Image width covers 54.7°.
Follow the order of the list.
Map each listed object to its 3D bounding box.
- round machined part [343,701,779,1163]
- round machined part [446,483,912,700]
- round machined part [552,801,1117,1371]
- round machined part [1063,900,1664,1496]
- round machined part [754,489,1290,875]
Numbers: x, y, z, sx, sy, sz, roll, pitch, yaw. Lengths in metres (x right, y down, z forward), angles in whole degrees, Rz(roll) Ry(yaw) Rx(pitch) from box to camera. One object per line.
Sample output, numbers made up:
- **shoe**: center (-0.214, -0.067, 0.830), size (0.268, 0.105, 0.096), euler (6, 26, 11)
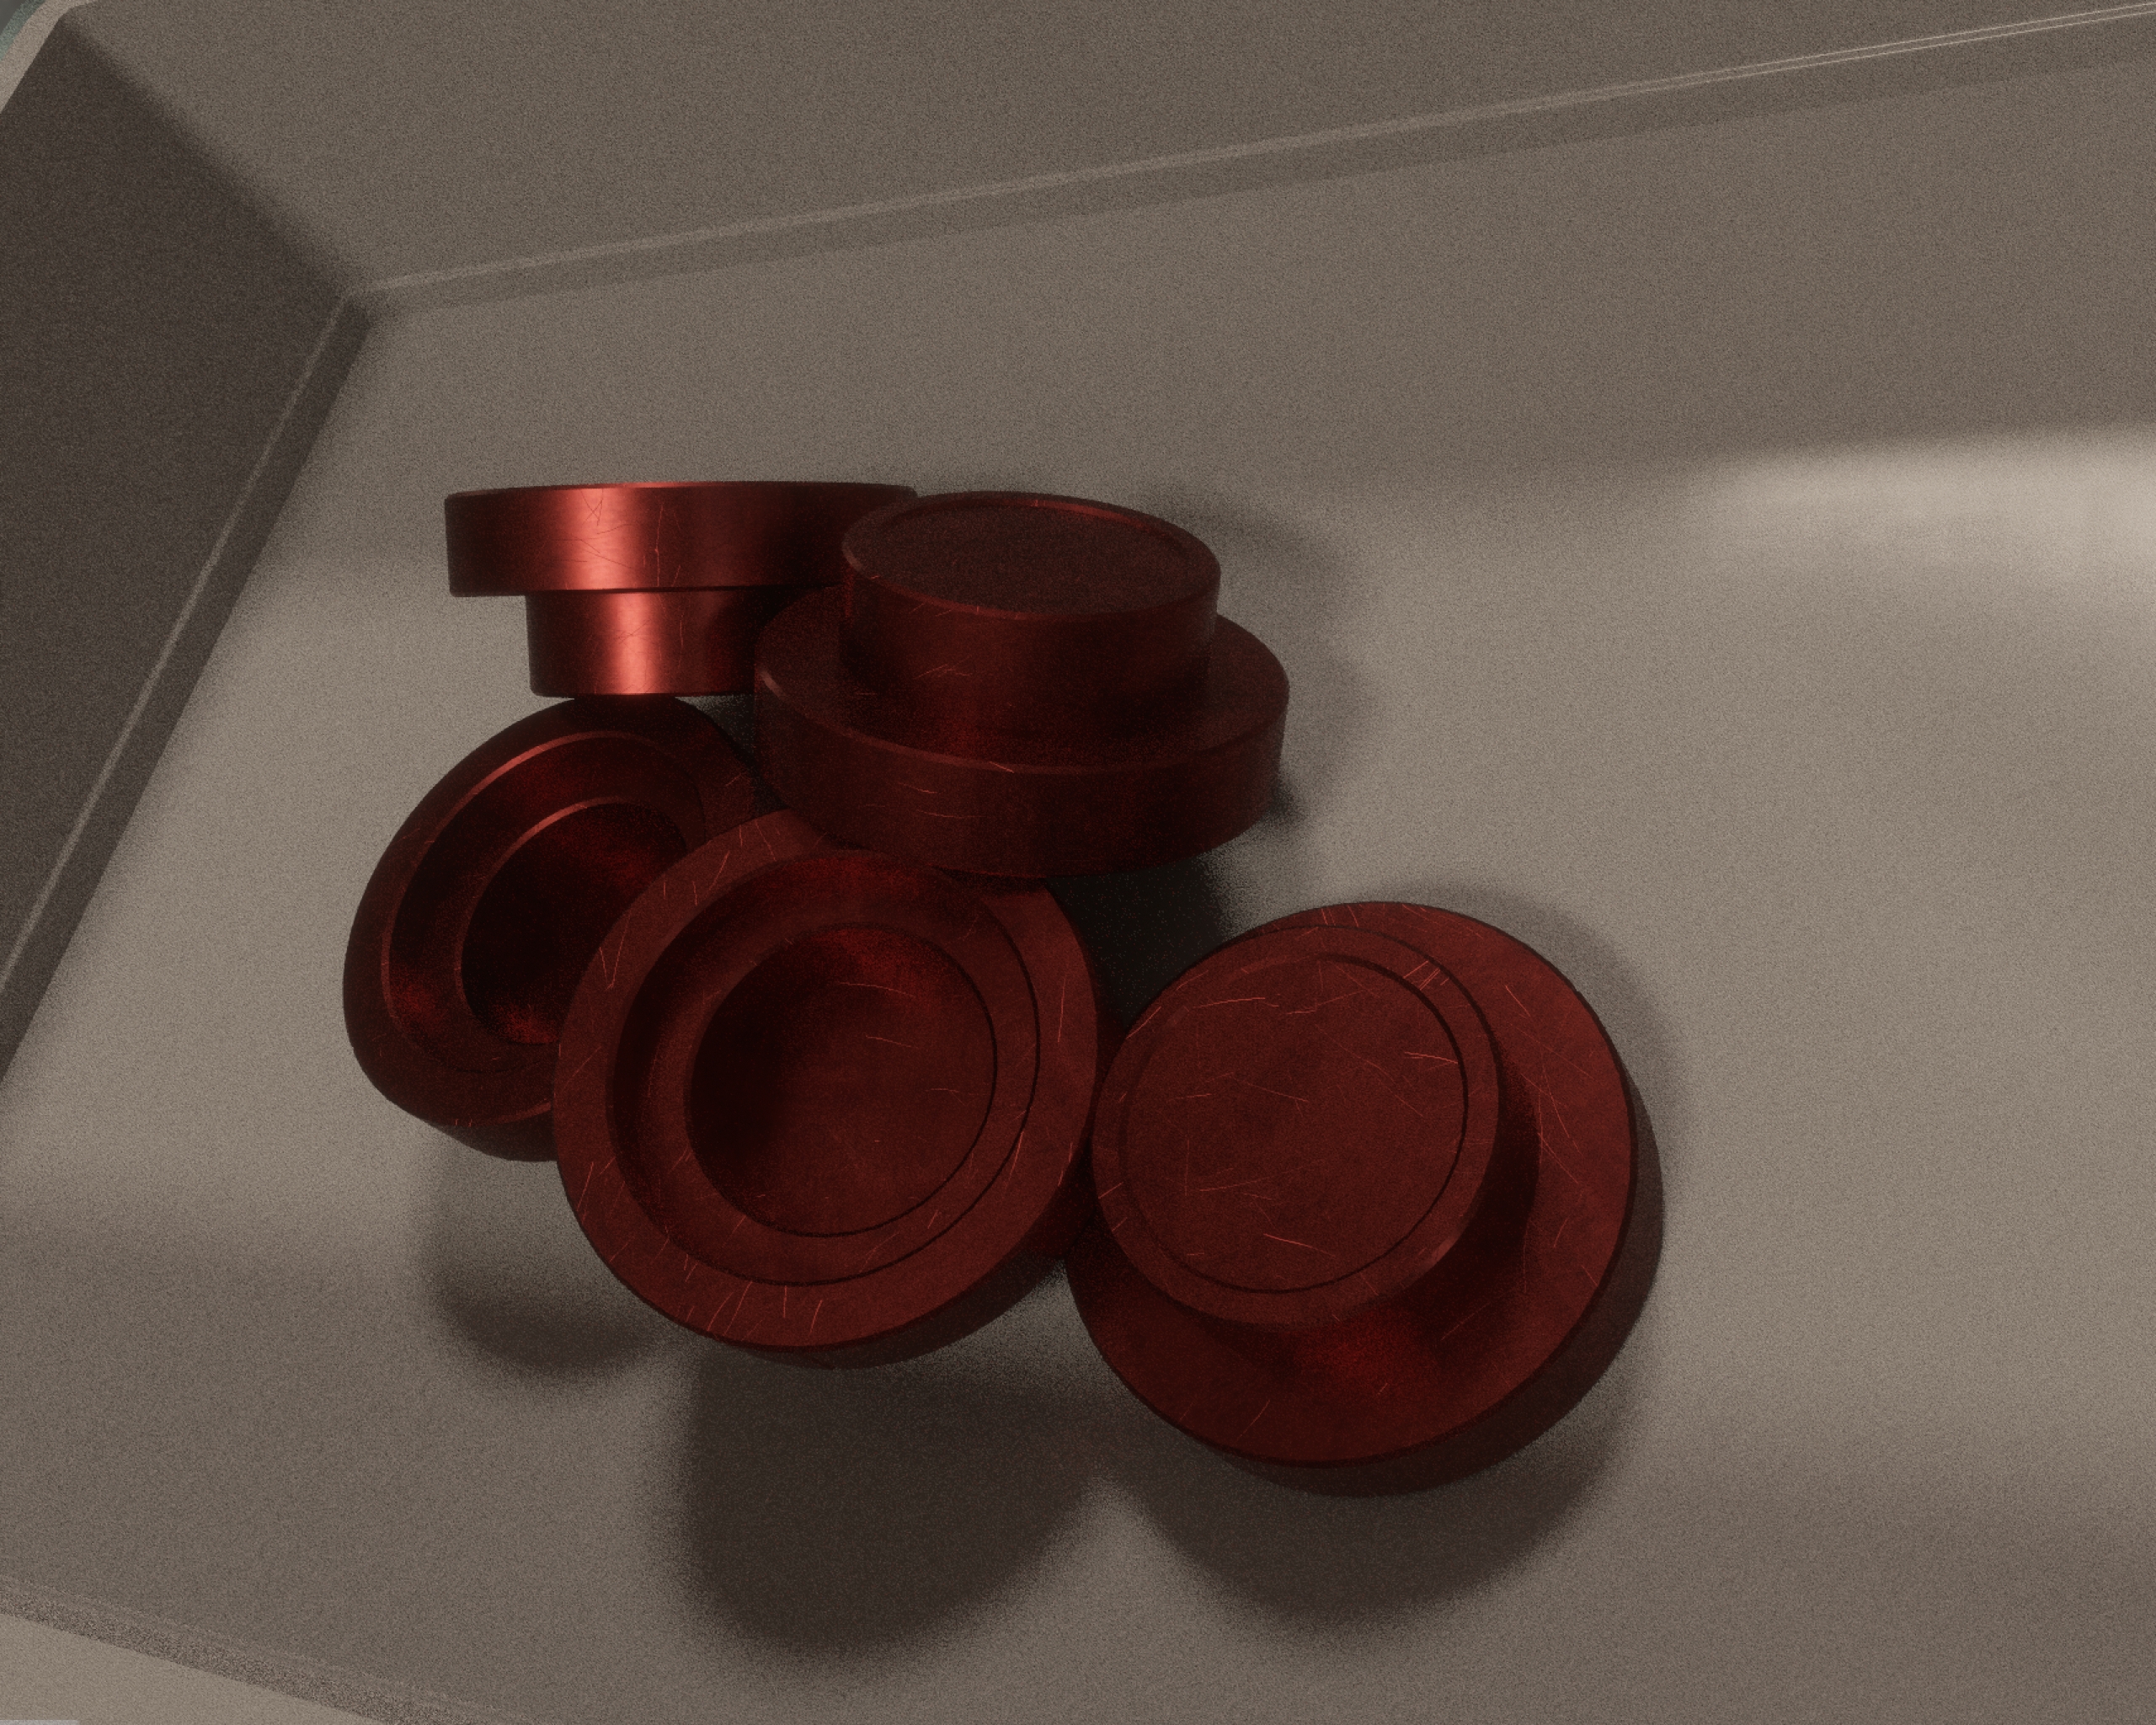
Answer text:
- **round machined part**: center (-0.098, 0.017, 0.431), size (0.098, 0.042, 0.098), euler (-13, 56, 20)
- **round machined part**: center (-0.083, -0.058, 0.447), size (0.098, 0.099, 0.042), euler (3, 99, 29)
- **round machined part**: center (-0.039, 0.041, 0.372), size (0.098, 0.042, 0.098), euler (-5, 67, 12)
- **round machined part**: center (0.041, 0.049, 0.340), size (0.098, 0.042, 0.098), euler (-13, 56, 20)
- **round machined part**: center (-0.010, -0.039, 0.385), size (0.099, 0.042, 0.098), euler (4, 27, -2)
